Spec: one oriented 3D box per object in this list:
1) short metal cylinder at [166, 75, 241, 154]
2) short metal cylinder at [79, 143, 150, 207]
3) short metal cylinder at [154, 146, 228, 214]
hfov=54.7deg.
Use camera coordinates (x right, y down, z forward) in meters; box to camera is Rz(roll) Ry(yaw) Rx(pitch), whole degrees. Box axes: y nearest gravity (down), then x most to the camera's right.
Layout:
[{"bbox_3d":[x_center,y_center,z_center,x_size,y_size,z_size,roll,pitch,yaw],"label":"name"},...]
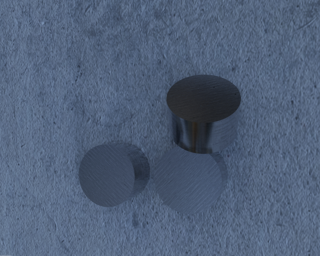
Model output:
[{"bbox_3d":[0.049,-0.017,0.356,0.080,0.050,0.080,-3,46,4],"label":"short metal cylinder"},{"bbox_3d":[-0.060,0.061,0.417,0.080,0.050,0.080,0,90,20],"label":"short metal cylinder"},{"bbox_3d":[0.040,0.060,0.382,0.080,0.050,0.080,0,90,20],"label":"short metal cylinder"}]
